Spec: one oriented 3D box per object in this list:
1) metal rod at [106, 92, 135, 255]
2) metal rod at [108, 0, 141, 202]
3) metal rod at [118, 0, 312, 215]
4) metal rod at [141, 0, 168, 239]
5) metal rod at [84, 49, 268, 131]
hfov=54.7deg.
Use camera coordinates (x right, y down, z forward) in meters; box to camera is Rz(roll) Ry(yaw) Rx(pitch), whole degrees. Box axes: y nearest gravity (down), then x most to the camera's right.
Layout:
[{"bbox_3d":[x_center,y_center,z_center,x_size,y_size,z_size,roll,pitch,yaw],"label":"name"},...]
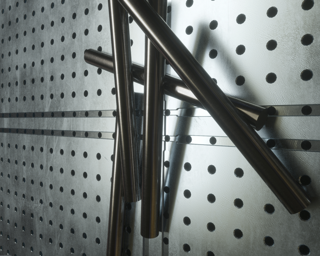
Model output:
[{"bbox_3d":[-0.060,0.095,0.456,0.025,0.025,0.298,8,95,39],"label":"metal rod"},{"bbox_3d":[-0.047,-0.046,0.417,0.025,0.025,0.298,4,101,39],"label":"metal rod"},{"bbox_3d":[0.046,-0.042,0.323,0.025,0.025,0.299,-43,79,31],"label":"metal rod"},{"bbox_3d":[-0.009,-0.003,0.389,0.025,0.025,0.298,11,105,39],"label":"metal rod"},{"bbox_3d":[-0.003,-0.062,0.409,0.300,0.025,0.025,26,106,36],"label":"metal rod"}]
